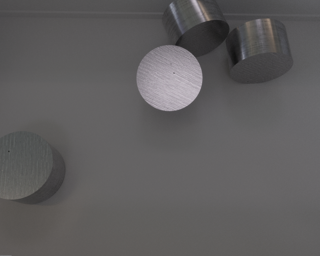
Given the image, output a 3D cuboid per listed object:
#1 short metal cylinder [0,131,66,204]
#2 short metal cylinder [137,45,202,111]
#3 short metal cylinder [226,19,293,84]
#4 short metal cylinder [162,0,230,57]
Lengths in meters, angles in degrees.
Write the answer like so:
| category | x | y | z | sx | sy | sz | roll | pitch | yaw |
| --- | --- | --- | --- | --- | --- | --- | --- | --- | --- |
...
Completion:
| category | x | y | z | sx | sy | sz | roll | pitch | yaw |
| --- | --- | --- | --- | --- | --- | --- | --- | --- | --- |
| short metal cylinder | -0.163 | 0.050 | 0.377 | 0.081 | 0.050 | 0.080 | 0 | 70 | 0 |
| short metal cylinder | 0.013 | -0.065 | 0.402 | 0.080 | 0.050 | 0.079 | 1 | 100 | 3 |
| short metal cylinder | 0.132 | -0.101 | 0.418 | 0.081 | 0.080 | 0.050 | -3 | 70 | -1 |
| short metal cylinder | 0.049 | -0.142 | 0.432 | 0.080 | 0.080 | 0.050 | -18 | 71 | -6 |
